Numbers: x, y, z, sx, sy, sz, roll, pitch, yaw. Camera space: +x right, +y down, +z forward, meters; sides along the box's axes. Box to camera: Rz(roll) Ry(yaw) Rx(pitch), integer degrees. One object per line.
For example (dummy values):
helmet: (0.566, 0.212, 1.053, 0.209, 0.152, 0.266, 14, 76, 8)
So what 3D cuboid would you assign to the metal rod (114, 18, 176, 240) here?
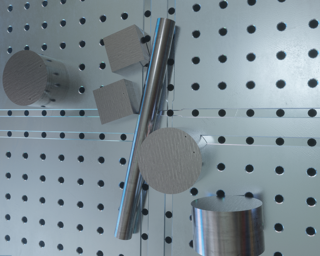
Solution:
metal rod: (-0.021, 0.004, 0.420, 0.025, 0.025, 0.298, 13, 94, 19)

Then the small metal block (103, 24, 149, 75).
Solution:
small metal block: (-0.045, -0.107, 0.429, 0.050, 0.025, 0.050, -18, 84, 19)

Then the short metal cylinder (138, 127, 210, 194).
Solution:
short metal cylinder: (0.019, 0.039, 0.392, 0.080, 0.050, 0.080, 0, 90, 20)

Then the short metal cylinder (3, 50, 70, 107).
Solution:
short metal cylinder: (-0.185, -0.071, 0.465, 0.080, 0.050, 0.080, 0, 90, 20)

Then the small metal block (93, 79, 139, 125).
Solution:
small metal block: (-0.060, -0.035, 0.434, 0.050, 0.025, 0.050, -18, 84, 19)

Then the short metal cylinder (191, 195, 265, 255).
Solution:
short metal cylinder: (0.077, 0.111, 0.356, 0.080, 0.080, 0.050, -3, 89, 20)
